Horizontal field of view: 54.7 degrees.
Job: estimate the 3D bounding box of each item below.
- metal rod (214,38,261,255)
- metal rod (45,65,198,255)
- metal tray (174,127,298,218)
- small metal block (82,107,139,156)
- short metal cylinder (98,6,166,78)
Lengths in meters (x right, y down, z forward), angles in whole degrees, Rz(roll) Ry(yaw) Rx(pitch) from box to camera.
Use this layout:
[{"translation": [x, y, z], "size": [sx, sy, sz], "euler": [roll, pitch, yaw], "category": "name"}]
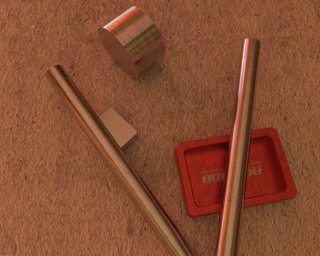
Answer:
[{"translation": [0.094, 0.024, 0.367], "size": [0.025, 0.025, 0.299], "euler": [11, 70, 4], "category": "metal rod"}, {"translation": [-0.044, 0.049, 0.367], "size": [0.025, 0.025, 0.299], "euler": [-35, 82, -12], "category": "metal rod"}, {"translation": [0.090, 0.055, 0.385], "size": [0.131, 0.030, 0.090], "euler": [-10, 70, -4], "category": "metal tray"}, {"translation": [-0.064, 0.010, 0.404], "size": [0.050, 0.025, 0.050], "euler": [43, 75, 14], "category": "small metal block"}, {"translation": [-0.038, -0.116, 0.421], "size": [0.050, 0.080, 0.080], "euler": [-41, 75, -13], "category": "short metal cylinder"}]
